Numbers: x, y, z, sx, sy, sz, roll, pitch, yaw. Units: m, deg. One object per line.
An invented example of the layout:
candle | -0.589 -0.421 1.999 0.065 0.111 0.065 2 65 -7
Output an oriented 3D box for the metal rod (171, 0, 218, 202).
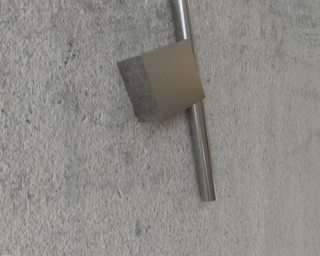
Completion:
metal rod | 0.051 -0.039 0.449 0.025 0.025 0.298 -16 100 -39

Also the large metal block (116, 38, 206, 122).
large metal block | 0.004 -0.060 0.393 0.081 0.050 0.080 -31 109 -36
